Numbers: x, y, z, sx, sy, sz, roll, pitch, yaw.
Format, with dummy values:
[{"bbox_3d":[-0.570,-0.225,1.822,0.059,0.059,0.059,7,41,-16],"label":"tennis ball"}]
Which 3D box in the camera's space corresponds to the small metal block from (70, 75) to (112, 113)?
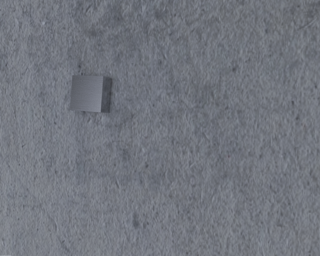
[{"bbox_3d":[-0.099,-0.048,0.444,0.050,0.025,0.050,5,92,20],"label":"small metal block"}]
